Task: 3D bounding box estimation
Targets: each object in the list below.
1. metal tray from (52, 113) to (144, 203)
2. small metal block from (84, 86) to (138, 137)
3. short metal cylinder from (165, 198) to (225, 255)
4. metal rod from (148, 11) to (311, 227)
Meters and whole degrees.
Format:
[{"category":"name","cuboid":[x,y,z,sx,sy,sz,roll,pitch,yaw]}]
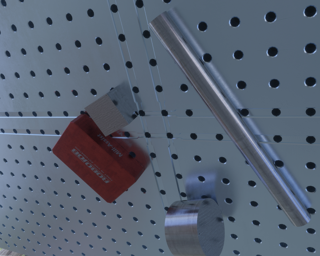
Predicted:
[{"category":"metal tray","cuboid":[-0.100,0.051,0.490,0.130,0.030,0.090,43,129,-2]},{"category":"small metal block","cuboid":[-0.068,-0.022,0.432,0.050,0.025,0.050,-26,105,36]},{"category":"short metal cylinder","cuboid":[0.050,0.141,0.435,0.050,0.080,0.080,-14,111,34]},{"category":"metal rod","cuboid":[0.087,-0.003,0.362,0.025,0.025,0.300,-30,102,37]}]
